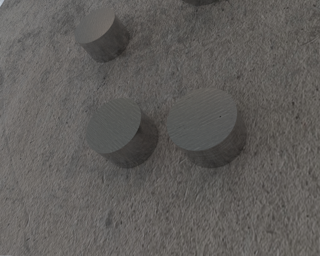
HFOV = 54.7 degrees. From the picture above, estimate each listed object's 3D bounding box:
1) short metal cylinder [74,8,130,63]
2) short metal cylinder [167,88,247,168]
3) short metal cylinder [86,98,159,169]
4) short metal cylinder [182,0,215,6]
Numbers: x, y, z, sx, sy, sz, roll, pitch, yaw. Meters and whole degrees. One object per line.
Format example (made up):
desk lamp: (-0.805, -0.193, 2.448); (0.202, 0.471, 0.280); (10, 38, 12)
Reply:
short metal cylinder: (-0.100, -0.161, 0.540); (0.080, 0.050, 0.080); (-13, 56, 21)
short metal cylinder: (0.055, 0.000, 0.359); (0.080, 0.050, 0.080); (-13, 56, 21)
short metal cylinder: (-0.049, 0.007, 0.409); (0.080, 0.050, 0.080); (-13, 56, 21)
short metal cylinder: (0.061, -0.241, 0.485); (0.080, 0.080, 0.050); (2, 63, 29)
